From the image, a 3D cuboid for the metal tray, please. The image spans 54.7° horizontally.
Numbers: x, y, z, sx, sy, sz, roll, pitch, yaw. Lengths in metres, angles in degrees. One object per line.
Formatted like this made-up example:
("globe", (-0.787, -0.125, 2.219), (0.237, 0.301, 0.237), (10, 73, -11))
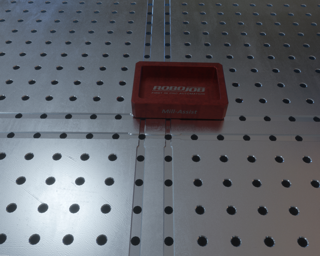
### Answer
("metal tray", (0.028, -0.057, 0.452), (0.131, 0.030, 0.090), (1, 50, 0))
